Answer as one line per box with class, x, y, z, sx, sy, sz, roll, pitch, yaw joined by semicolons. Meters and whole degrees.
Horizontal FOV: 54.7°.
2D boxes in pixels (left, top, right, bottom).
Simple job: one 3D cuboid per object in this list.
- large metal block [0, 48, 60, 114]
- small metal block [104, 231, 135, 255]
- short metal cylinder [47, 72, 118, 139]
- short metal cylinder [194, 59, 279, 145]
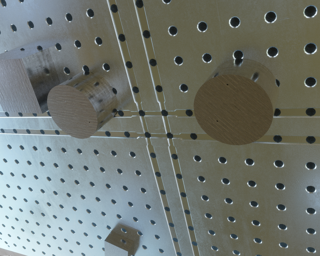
large metal block;-0.198;-0.069;0.454;0.080;0.050;0.079;4;120;26
small metal block;-0.078;0.232;0.594;0.050;0.025;0.050;18;125;17
short metal cylinder;-0.107;-0.032;0.430;0.080;0.050;0.079;13;124;20
short metal cylinder;0.083;-0.028;0.333;0.080;0.050;0.079;13;124;20
